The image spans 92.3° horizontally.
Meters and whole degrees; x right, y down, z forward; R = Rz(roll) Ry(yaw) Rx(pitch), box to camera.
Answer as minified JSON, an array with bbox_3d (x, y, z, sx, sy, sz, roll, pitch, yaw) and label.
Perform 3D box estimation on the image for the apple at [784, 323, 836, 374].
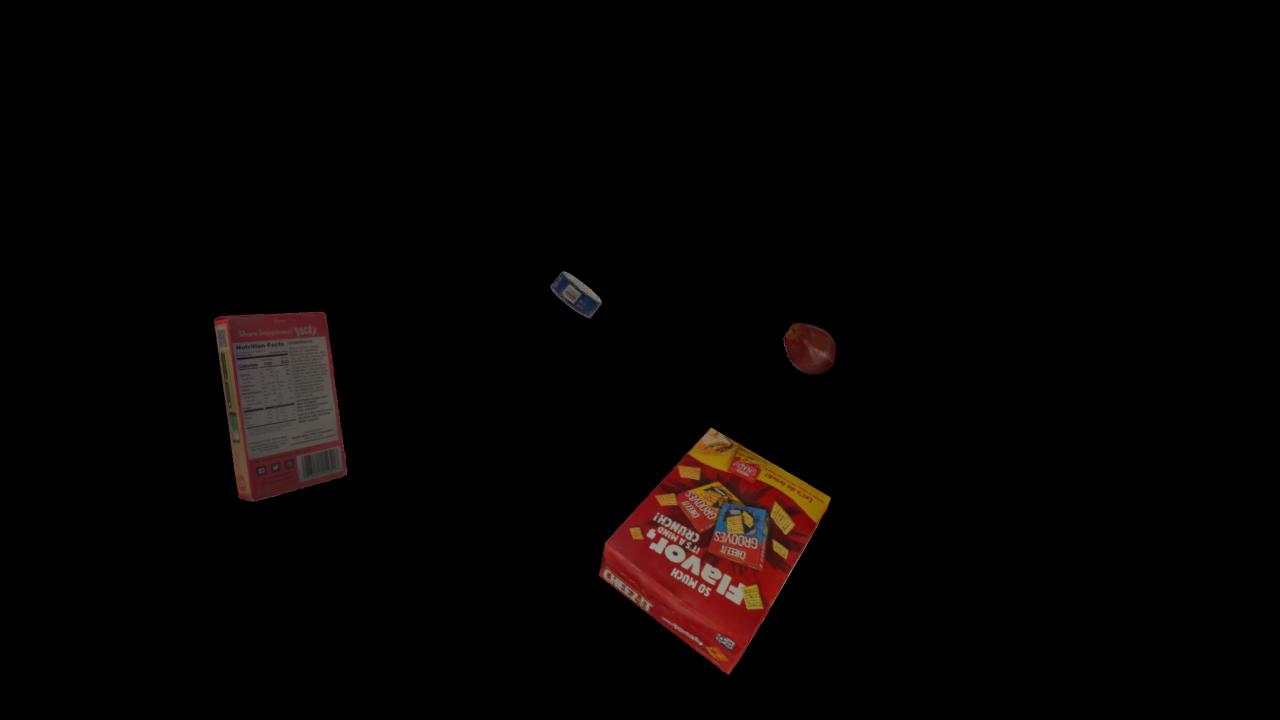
[{"bbox_3d":[0.280,-0.019,1.019,0.093,0.079,0.079,37,-19,-26],"label":"apple"}]

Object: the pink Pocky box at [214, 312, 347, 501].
[{"bbox_3d":[-0.312,0.036,0.540,0.029,0.155,0.084,-3,5,34],"label":"pink Pocky box"}]

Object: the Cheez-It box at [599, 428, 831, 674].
[{"bbox_3d":[0.087,0.193,0.674,0.166,0.071,0.223,30,43,20],"label":"Cheez-It box"}]

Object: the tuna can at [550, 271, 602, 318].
[{"bbox_3d":[-0.103,-0.107,0.998,0.084,0.034,0.084,38,10,-8],"label":"tuna can"}]
